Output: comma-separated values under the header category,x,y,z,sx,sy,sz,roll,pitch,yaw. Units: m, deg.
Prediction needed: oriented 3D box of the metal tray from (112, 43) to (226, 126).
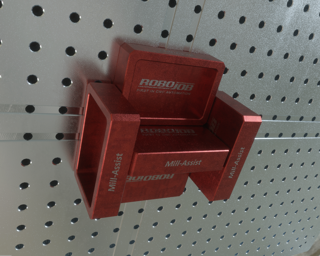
category,x,y,z,sx,sy,sz,roll,pitch,yaw
metal tray,0.010,-0.049,0.384,0.131,0.030,0.089,0,118,-29

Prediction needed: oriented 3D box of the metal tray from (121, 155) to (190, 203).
category,x,y,z,sx,sy,sz,roll,pitch,yaw
metal tray,-0.019,0.057,0.433,0.131,0.030,0.089,0,118,-29

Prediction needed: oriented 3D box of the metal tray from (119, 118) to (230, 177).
category,x,y,z,sx,sy,sz,roll,pitch,yaw
metal tray,0.008,0.018,0.384,0.131,0.090,0.030,1,118,-29

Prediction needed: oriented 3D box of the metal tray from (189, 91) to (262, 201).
category,x,y,z,sx,sy,sz,roll,pitch,yaw
metal tray,0.078,0.023,0.427,0.030,0.090,0.129,1,118,-29

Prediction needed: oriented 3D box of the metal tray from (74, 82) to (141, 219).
category,x,y,z,sx,sy,sz,roll,pitch,yaw
metal tray,-0.065,0.024,0.349,0.030,0.090,0.129,1,118,-29
